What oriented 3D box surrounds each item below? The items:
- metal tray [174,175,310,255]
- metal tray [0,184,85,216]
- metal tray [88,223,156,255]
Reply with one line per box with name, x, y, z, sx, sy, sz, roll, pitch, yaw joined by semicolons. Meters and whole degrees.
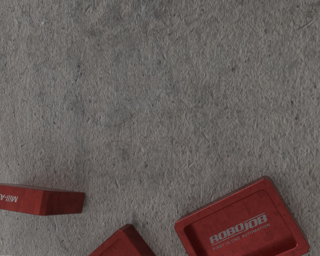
metal tray;0.094;0.126;0.372;0.130;0.030;0.090;-32;80;17
metal tray;-0.186;0.098;0.437;0.130;0.090;0.030;2;78;20
metal tray;-0.064;0.208;0.428;0.130;0.030;0.090;-44;77;14
